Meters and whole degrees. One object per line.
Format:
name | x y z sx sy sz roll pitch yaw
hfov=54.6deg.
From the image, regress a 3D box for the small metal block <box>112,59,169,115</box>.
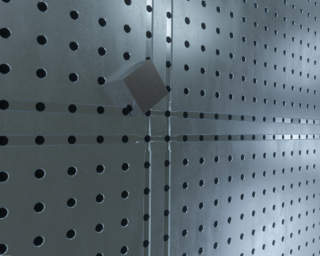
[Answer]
small metal block | -0.023 -0.051 0.388 0.050 0.025 0.050 -44 116 -31
